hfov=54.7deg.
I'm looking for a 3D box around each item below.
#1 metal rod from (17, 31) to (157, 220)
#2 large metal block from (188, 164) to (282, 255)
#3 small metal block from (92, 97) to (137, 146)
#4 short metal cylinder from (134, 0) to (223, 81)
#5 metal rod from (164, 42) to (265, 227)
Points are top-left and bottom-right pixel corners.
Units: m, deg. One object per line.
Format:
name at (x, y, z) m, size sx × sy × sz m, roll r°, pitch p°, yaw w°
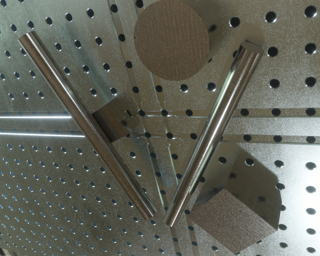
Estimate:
metal rod at (-0.093, 0.006, 0.429) m, size 0.025 × 0.025 × 0.299 m, roll -22°, pitch 107°, yaw 36°
large metal block at (0.098, 0.108, 0.410) m, size 0.080 × 0.050 × 0.080 m, roll 39°, pitch 129°, yaw 1°
small metal block at (-0.070, -0.009, 0.441) m, size 0.050 × 0.025 × 0.050 m, roll -26°, pitch 104°, yaw 37°
short metal cylinder at (0.020, -0.096, 0.324) m, size 0.080 × 0.050 × 0.079 m, roll 13°, pitch 124°, yaw 20°
metal rod at (0.056, 0.032, 0.400) m, size 0.025 × 0.025 × 0.298 m, roll 27°, pitch 128°, yaw 11°
